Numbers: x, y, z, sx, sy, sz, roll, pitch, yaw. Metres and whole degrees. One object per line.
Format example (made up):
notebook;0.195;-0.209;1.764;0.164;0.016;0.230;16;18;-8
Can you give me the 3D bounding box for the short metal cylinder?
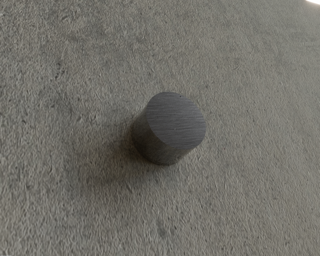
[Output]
short metal cylinder;0.010;0.001;0.392;0.081;0.050;0.080;13;56;-21
